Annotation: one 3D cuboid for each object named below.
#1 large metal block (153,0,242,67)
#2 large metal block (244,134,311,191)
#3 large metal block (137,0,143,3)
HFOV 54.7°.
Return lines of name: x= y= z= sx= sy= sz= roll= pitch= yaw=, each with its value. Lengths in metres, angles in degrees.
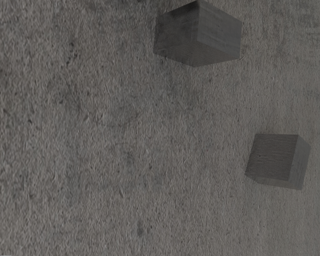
large metal block: x=0.049 y=-0.120 z=0.410 sx=0.081 sy=0.080 sz=0.050 roll=9 pitch=85 yaw=-40
large metal block: x=0.205 y=0.057 z=0.541 sx=0.050 sy=0.080 sz=0.080 roll=32 pitch=70 yaw=-36
large metal block: x=-0.016 y=-0.217 z=0.374 sx=0.080 sy=0.050 sz=0.080 roll=46 pitch=62 yaw=-30
